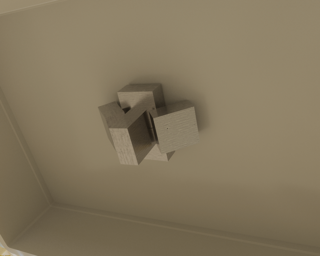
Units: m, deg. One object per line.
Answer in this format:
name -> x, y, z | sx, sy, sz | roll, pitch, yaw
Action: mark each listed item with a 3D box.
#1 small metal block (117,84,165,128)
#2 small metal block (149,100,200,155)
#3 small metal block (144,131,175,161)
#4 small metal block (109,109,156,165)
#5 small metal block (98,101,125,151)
small metal block -> -0.022, -0.028, 0.399 | 0.050, 0.025, 0.050 | 2, 120, 26
small metal block -> 0.018, -0.001, 0.381 | 0.050, 0.025, 0.050 | -17, 117, -8
small metal block -> -0.011, 0.016, 0.421 | 0.050, 0.025, 0.050 | 3, 120, 27
small metal block -> -0.032, 0.010, 0.380 | 0.025, 0.050, 0.050 | 0, 119, 27
small metal block -> -0.060, -0.003, 0.419 | 0.050, 0.025, 0.050 | -137, 29, -60
